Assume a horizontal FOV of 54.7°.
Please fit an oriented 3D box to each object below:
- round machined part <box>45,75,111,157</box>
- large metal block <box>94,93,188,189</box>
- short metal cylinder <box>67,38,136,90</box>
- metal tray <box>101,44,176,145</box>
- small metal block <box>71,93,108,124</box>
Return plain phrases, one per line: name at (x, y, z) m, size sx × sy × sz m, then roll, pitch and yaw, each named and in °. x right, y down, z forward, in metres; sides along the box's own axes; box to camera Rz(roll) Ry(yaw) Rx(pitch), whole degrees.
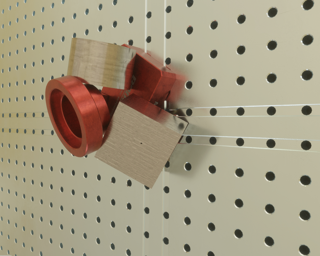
round machined part at (-0.097, -0.017, 0.379) m, size 0.098 × 0.042 × 0.097 m, roll 28°, pitch 130°, yaw 40°
large metal block at (-0.022, 0.015, 0.386) m, size 0.080 × 0.050 × 0.079 m, roll 29°, pitch 111°, yaw 3°
short metal cylinder at (-0.074, -0.080, 0.392) m, size 0.080 × 0.081 × 0.050 m, roll 17°, pitch 101°, yaw 38°
metal tray at (-0.043, -0.041, 0.440) m, size 0.090 × 0.030 × 0.129 m, roll 42°, pitch 115°, yaw 31°
small metal block at (-0.106, -0.027, 0.437) m, size 0.025 × 0.050 × 0.050 m, roll 24°, pitch 105°, yaw 37°
